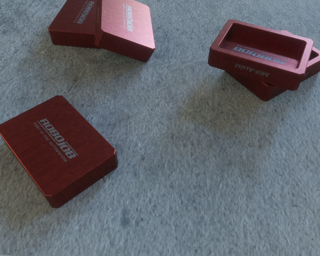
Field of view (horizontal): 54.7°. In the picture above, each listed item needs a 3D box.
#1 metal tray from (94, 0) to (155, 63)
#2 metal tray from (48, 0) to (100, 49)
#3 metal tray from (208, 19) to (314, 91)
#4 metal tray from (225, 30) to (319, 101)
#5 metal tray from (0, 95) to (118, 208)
[{"bbox_3d":[-0.060,-0.174,0.519,0.091,0.030,0.130,14,47,-24],"label":"metal tray"},{"bbox_3d":[-0.135,-0.198,0.565,0.091,0.030,0.130,7,50,5],"label":"metal tray"},{"bbox_3d":[0.147,-0.111,0.455,0.130,0.030,0.090,21,53,16],"label":"metal tray"},{"bbox_3d":[0.181,-0.102,0.488,0.131,0.030,0.090,-27,56,-22],"label":"metal tray"},{"bbox_3d":[-0.125,0.022,0.380,0.091,0.030,0.130,-34,58,-26],"label":"metal tray"}]
